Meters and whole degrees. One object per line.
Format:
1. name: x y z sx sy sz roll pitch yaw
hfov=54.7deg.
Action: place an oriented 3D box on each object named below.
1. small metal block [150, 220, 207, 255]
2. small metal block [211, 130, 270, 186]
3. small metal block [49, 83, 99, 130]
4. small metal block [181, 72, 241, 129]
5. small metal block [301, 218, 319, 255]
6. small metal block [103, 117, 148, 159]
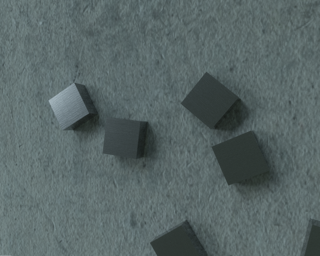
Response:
1. small metal block: 0.024 0.155 0.400 0.050 0.025 0.050 -35 79 16
2. small metal block: 0.098 0.036 0.374 0.050 0.025 0.050 -25 82 18
3. small metal block: -0.126 -0.030 0.452 0.050 0.025 0.050 -30 80 17
4. small metal block: 0.063 -0.033 0.386 0.050 0.025 0.050 42 103 15
5. small metal block: 0.188 0.135 0.343 0.050 0.025 0.050 13 94 19
6. small metal block: -0.048 0.013 0.425 0.050 0.025 0.050 7 92 19
